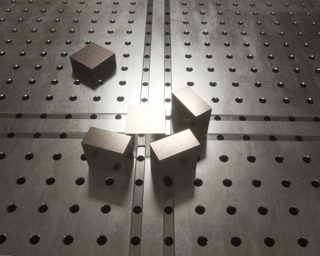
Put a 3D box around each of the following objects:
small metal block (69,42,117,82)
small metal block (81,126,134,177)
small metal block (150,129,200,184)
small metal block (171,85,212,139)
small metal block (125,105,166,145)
[{"bbox_3d":[-0.107,-0.107,0.496,0.050,0.025,0.050,31,56,23],"label":"small metal block"},{"bbox_3d":[-0.060,0.029,0.366,0.050,0.050,0.025,14,52,11],"label":"small metal block"},{"bbox_3d":[0.017,0.034,0.363,0.050,0.050,0.025,-20,53,-16],"label":"small metal block"},{"bbox_3d":[0.040,-0.019,0.408,0.025,0.050,0.050,-27,55,-21],"label":"small metal block"},{"bbox_3d":[-0.018,-0.004,0.411,0.050,0.025,0.050,0,50,-1],"label":"small metal block"}]
